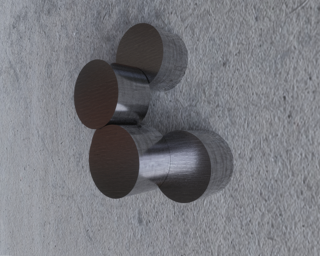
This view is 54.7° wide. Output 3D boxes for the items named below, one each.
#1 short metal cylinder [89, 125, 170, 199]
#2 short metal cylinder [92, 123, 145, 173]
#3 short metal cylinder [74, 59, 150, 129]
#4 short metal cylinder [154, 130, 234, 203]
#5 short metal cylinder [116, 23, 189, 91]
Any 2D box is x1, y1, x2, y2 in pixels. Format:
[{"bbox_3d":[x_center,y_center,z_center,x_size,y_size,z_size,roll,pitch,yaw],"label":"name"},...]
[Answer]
[{"bbox_3d":[-0.035,0.036,0.353,0.080,0.050,0.080,0,90,39],"label":"short metal cylinder"},{"bbox_3d":[-0.051,0.030,0.432,0.080,0.050,0.080,0,90,40],"label":"short metal cylinder"},{"bbox_3d":[-0.058,-0.038,0.372,0.080,0.050,0.080,0,90,40],"label":"short metal cylinder"},{"bbox_3d":[0.037,0.042,0.359,0.080,0.050,0.080,0,90,40],"label":"short metal cylinder"},{"bbox_3d":[-0.011,-0.088,0.399,0.080,0.050,0.080,0,90,40],"label":"short metal cylinder"}]
